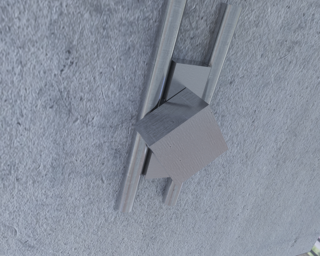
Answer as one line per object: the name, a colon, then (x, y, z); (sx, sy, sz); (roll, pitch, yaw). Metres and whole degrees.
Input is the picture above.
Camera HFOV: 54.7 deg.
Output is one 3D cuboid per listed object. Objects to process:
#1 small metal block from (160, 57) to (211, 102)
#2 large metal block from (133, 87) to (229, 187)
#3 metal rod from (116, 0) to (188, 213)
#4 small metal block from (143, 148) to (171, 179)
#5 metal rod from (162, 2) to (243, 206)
small metal block: (0.030, -0.059, 0.388); (0.050, 0.025, 0.050); (1, 118, -29)
large metal block: (0.027, 0.012, 0.381); (0.080, 0.050, 0.080); (-35, 129, -5)
metal rod: (-0.016, -0.016, 0.392); (0.025, 0.025, 0.298); (1, 118, -29)
small metal block: (0.002, 0.043, 0.436); (0.050, 0.025, 0.050); (1, 118, -29)
metal rod: (0.051, -0.015, 0.429); (0.025, 0.025, 0.298); (1, 118, -29)
